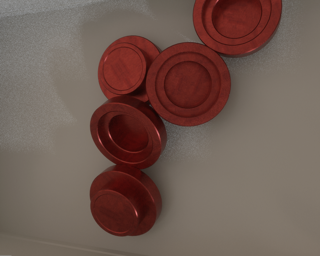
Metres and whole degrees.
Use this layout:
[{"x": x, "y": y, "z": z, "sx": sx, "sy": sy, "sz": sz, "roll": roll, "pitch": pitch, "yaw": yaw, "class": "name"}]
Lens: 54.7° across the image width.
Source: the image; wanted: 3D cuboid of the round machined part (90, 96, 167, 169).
[{"x": -0.037, "y": 0.002, "z": 0.400, "sx": 0.098, "sy": 0.042, "sz": 0.097, "roll": 12, "pitch": 124, "yaw": 18, "class": "round machined part"}]

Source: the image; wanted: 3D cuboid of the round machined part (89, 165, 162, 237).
[{"x": -0.051, "y": 0.101, "z": 0.404, "sx": 0.098, "sy": 0.042, "sz": 0.097, "roll": 8, "pitch": 112, "yaw": 20, "class": "round machined part"}]

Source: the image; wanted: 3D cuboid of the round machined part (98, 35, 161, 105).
[{"x": -0.041, "y": -0.076, "z": 0.416, "sx": 0.098, "sy": 0.042, "sz": 0.097, "roll": 0, "pitch": 90, "yaw": 20, "class": "round machined part"}]

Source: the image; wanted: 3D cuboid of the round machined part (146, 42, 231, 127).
[{"x": 0.034, "y": -0.053, "z": 0.379, "sx": 0.099, "sy": 0.042, "sz": 0.097, "roll": 0, "pitch": 99, "yaw": 3, "class": "round machined part"}]

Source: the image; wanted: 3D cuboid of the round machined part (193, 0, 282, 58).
[{"x": 0.092, "y": -0.132, "z": 0.368, "sx": 0.098, "sy": 0.042, "sz": 0.097, "roll": 1, "pitch": 93, "yaw": 19, "class": "round machined part"}]
